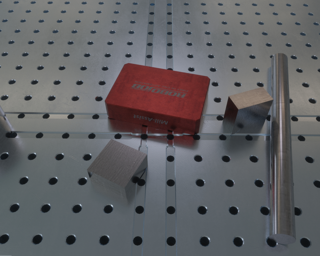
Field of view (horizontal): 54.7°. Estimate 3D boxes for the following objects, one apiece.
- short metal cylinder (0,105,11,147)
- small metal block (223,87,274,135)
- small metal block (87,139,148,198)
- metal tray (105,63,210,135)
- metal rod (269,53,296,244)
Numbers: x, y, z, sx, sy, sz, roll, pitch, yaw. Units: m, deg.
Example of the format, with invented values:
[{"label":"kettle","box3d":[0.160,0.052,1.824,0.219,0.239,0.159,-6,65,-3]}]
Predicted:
[{"label":"short metal cylinder","box3d":[-0.241,-0.007,0.396,0.080,0.050,0.080,0,50,0]},{"label":"small metal block","box3d":[0.115,-0.022,0.411,0.050,0.050,0.025,-16,52,-13]},{"label":"small metal block","box3d":[-0.049,0.047,0.368,0.050,0.025,0.050,22,53,17]},{"label":"metal tray","box3d":[-0.001,-0.044,0.442,0.131,0.030,0.090,11,51,9]},{"label":"metal rod","box3d":[0.159,0.001,0.407,0.025,0.025,0.300,10,51,8]}]
